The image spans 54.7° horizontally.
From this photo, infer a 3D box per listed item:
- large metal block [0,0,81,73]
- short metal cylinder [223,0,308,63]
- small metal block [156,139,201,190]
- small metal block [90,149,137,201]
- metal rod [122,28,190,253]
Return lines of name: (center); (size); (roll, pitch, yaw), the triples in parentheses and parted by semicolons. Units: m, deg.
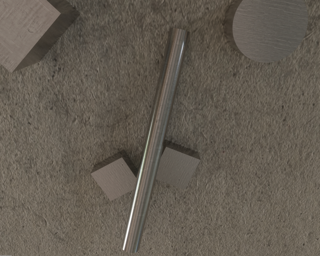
large metal block: (-0.141, -0.113, 0.337); (0.050, 0.080, 0.080); (43, 104, -14)
short metal cylinder: (0.118, -0.119, 0.354); (0.081, 0.050, 0.079); (0, 110, -1)
small metal block: (0.021, 0.051, 0.429); (0.050, 0.025, 0.050); (22, 108, -8)
small metal block: (-0.060, 0.066, 0.433); (0.050, 0.025, 0.050); (-28, 108, 9)
metal rod: (-0.009, 0.025, 0.400); (0.025, 0.025, 0.298); (12, 103, -5)
